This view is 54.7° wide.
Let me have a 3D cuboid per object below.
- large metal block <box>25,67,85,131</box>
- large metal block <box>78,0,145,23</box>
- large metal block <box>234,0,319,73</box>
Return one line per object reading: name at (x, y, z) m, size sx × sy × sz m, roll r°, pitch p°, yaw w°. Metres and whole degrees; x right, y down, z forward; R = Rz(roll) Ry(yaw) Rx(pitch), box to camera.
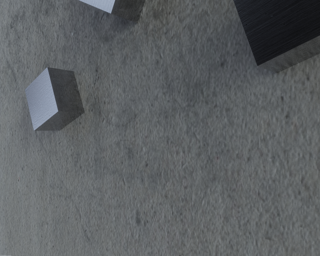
large metal block at (-0.184, -0.047, 0.537) m, size 0.080 × 0.050 × 0.080 m, roll -29°, pitch 72°, yaw 36°
large metal block at (-0.062, -0.204, 0.437) m, size 0.080 × 0.050 × 0.079 m, roll 34°, pitch 111°, yaw 34°
large metal block at (0.124, -0.107, 0.286) m, size 0.080 × 0.050 × 0.080 m, roll -25°, pitch 75°, yaw 37°
